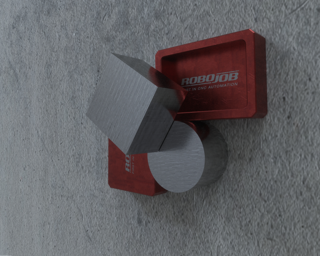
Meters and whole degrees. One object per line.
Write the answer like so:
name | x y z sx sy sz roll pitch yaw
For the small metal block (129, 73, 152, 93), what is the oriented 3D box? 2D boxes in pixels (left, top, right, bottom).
small metal block | -0.023 -0.055 0.409 0.050 0.050 0.025 1 91 40

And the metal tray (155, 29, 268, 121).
metal tray | 0.054 -0.054 0.359 0.130 0.030 0.089 -2 89 40

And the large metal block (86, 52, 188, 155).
large metal block | -0.028 -0.027 0.346 0.080 0.050 0.079 40 114 32

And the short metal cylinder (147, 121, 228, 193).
short metal cylinder | 0.032 0.032 0.363 0.080 0.050 0.080 0 90 40

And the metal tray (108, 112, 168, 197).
metal tray | -0.031 0.022 0.430 0.090 0.030 0.129 1 91 40
